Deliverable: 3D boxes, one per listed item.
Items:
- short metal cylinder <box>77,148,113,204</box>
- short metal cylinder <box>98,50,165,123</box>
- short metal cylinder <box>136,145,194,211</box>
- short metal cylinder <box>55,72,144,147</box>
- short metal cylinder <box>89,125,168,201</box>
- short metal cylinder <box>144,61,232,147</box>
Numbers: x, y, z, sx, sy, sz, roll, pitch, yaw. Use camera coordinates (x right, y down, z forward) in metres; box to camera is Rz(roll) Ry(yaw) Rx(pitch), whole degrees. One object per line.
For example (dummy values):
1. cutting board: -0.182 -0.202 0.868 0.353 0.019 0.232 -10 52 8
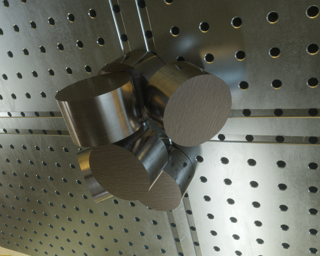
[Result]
1. short metal cylinder: -0.082 0.062 0.450 0.050 0.080 0.080 -21 114 -11
2. short metal cylinder: -0.032 -0.050 0.381 0.080 0.050 0.079 13 125 20
3. short metal cylinder: 0.002 0.070 0.437 0.080 0.050 0.079 13 125 20
4. short metal cylinder: -0.062 -0.022 0.329 0.080 0.080 0.050 1 119 28
5. short metal cylinder: -0.037 0.040 0.374 0.080 0.050 0.079 13 124 21
6. short metal cylinder: 0.029 -0.027 0.335 0.050 0.081 0.079 -134 34 -53
